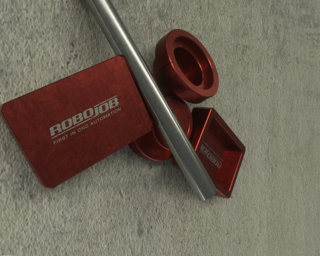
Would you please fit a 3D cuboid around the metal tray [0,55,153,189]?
[{"bbox_3d":[-0.080,-0.010,0.321,0.131,0.030,0.090,-31,107,-27],"label":"metal tray"}]

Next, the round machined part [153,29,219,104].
[{"bbox_3d":[0.030,-0.076,0.405,0.099,0.042,0.098,25,52,-36],"label":"round machined part"}]

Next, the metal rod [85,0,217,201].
[{"bbox_3d":[-0.017,-0.051,0.348,0.025,0.025,0.299,-34,98,-35],"label":"metal rod"}]

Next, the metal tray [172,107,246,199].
[{"bbox_3d":[0.077,0.039,0.453,0.130,0.030,0.090,42,64,-44],"label":"metal tray"}]

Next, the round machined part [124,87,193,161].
[{"bbox_3d":[0.004,-0.006,0.399,0.099,0.042,0.097,0,90,-40],"label":"round machined part"}]
